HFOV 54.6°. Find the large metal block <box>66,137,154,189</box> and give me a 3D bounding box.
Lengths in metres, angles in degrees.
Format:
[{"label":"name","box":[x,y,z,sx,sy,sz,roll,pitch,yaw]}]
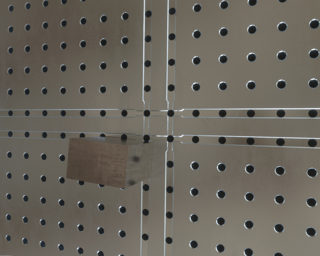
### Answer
[{"label":"large metal block","box":[-0.062,0.041,0.406,0.080,0.080,0.050,6,92,20]}]
